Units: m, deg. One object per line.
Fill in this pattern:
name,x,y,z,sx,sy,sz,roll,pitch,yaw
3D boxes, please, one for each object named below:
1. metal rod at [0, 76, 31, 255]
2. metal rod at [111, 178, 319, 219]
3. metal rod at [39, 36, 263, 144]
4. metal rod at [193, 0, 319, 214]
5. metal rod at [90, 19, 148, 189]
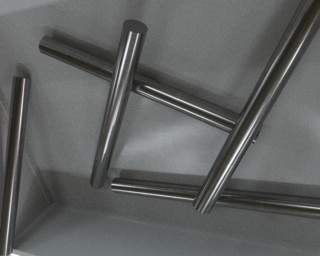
metal rod,-0.238,0.067,0.501,0.025,0.025,0.298,14,101,20
metal rod,0.062,0.094,0.434,0.300,0.025,0.025,1,119,28
metal rod,-0.022,-0.053,0.387,0.301,0.025,0.025,24,127,13
metal rod,0.101,-0.023,0.315,0.025,0.025,0.298,28,120,11
metal rod,-0.065,-0.005,0.416,0.025,0.025,0.298,31,136,8
